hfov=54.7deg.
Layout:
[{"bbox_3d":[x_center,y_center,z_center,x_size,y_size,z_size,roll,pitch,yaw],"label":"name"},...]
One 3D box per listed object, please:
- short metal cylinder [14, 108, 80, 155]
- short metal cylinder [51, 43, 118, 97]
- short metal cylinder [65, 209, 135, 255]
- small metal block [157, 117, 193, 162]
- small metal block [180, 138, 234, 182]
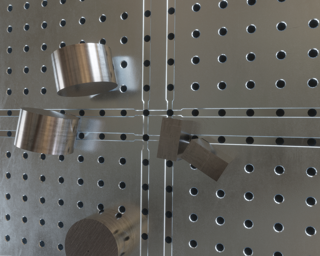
[{"bbox_3d":[-0.159,0.003,0.439,0.080,0.080,0.050,14,95,19],"label":"short metal cylinder"},{"bbox_3d":[-0.102,-0.076,0.419,0.080,0.080,0.050,-12,86,19],"label":"short metal cylinder"},{"bbox_3d":[-0.082,0.159,0.428,0.080,0.050,0.079,0,90,20],"label":"short metal cylinder"},{"bbox_3d":[0.020,0.013,0.392,0.025,0.050,0.050,9,93,20],"label":"small metal block"},{"bbox_3d":[0.059,0.037,0.378,0.050,0.050,0.025,33,101,17],"label":"small metal block"}]
